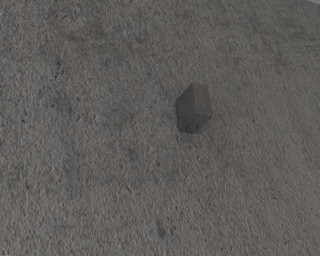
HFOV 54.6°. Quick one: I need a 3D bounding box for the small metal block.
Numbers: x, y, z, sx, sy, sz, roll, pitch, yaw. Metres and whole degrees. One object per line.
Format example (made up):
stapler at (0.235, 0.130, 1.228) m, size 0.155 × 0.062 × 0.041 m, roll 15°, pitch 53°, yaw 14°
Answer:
small metal block at (0.045, -0.026, 0.428) m, size 0.025 × 0.050 × 0.050 m, roll 10°, pitch 58°, yaw -23°
